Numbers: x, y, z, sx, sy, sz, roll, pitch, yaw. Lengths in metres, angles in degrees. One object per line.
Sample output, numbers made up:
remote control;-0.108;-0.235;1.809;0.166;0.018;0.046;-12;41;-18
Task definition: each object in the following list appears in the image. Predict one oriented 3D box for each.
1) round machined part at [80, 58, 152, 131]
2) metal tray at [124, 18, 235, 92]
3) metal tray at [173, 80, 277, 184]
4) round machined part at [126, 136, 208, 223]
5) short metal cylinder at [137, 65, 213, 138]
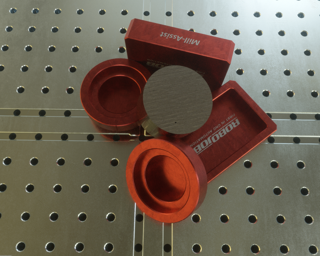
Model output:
round machined part;-0.053;-0.041;0.417;0.099;0.042;0.098;0;70;-1
metal tray;0.024;-0.091;0.410;0.131;0.090;0.030;14;71;5
metal tray;0.073;0.007;0.407;0.131;0.030;0.090;-35;74;-12
round machined part;0.011;0.057;0.363;0.098;0.042;0.097;7;103;32
short metal cylinder;0.016;-0.028;0.369;0.081;0.050;0.080;2;79;-12
